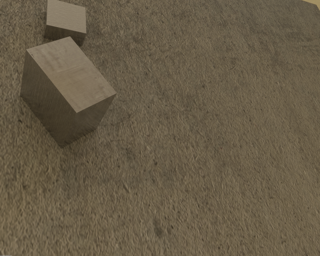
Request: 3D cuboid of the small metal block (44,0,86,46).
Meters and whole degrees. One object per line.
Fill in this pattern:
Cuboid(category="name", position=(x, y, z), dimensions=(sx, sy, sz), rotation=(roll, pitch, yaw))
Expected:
Cuboid(category="small metal block", position=(-0.129, -0.144, 0.423), dimensions=(0.050, 0.025, 0.050), rotation=(6, 59, -26))

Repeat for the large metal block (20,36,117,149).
Cuboid(category="large metal block", position=(-0.103, -0.037, 0.336), dimensions=(0.050, 0.080, 0.080), rotation=(-34, 81, -38))
